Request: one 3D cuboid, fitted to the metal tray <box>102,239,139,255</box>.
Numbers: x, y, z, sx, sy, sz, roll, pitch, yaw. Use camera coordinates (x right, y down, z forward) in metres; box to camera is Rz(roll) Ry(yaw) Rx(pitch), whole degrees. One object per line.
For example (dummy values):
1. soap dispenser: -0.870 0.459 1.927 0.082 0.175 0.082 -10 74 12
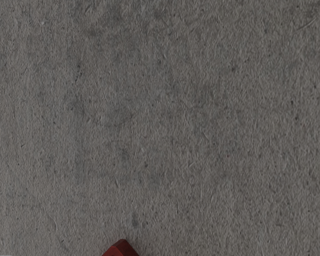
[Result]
1. metal tray: -0.042 0.231 0.421 0.130 0.030 0.090 46 104 14
